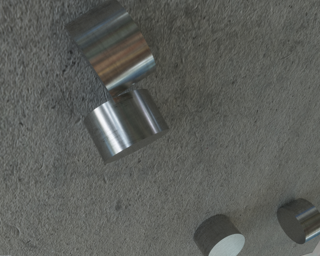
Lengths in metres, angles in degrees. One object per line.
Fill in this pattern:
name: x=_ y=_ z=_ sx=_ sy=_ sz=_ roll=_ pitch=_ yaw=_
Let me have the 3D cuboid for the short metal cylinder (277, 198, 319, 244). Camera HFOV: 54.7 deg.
short metal cylinder: x=0.295 y=0.196 z=0.653 sx=0.050 sy=0.080 sz=0.080 roll=-22 pitch=127 yaw=-15

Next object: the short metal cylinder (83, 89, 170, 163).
short metal cylinder: x=-0.036 y=-0.001 z=0.343 sx=0.080 sy=0.050 sz=0.080 roll=-28 pitch=173 yaw=-3

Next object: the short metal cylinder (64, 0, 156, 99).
short metal cylinder: x=-0.047 y=-0.075 z=0.299 sx=0.050 sy=0.080 sz=0.080 roll=-34 pitch=129 yaw=-6

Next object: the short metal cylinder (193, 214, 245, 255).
short metal cylinder: x=0.110 y=0.210 z=0.581 sx=0.081 sy=0.050 sz=0.079 roll=-14 pitch=124 yaw=-21
